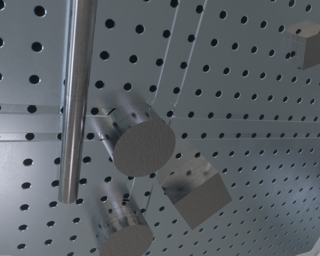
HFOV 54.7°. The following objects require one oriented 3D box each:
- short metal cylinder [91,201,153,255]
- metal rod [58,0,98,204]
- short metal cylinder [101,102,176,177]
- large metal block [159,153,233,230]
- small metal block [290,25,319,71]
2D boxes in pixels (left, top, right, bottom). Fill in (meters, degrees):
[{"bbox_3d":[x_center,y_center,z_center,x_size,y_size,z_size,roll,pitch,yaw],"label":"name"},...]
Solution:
[{"bbox_3d":[-0.057,0.156,0.461,0.081,0.050,0.079,-14,124,-21],"label":"short metal cylinder"},{"bbox_3d":[-0.090,-0.041,0.336,0.025,0.025,0.298,-2,120,-28],"label":"metal rod"},{"bbox_3d":[-0.028,0.014,0.389,0.081,0.050,0.079,-14,124,-21],"label":"short metal cylinder"},{"bbox_3d":[0.058,0.101,0.490,0.080,0.050,0.080,-35,129,-5],"label":"large metal block"},{"bbox_3d":[0.224,-0.120,0.460,0.050,0.025,0.050,-22,127,-16],"label":"small metal block"}]
